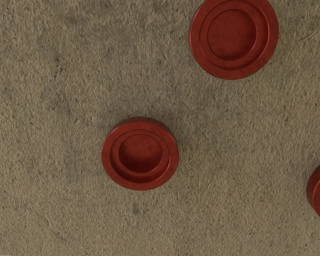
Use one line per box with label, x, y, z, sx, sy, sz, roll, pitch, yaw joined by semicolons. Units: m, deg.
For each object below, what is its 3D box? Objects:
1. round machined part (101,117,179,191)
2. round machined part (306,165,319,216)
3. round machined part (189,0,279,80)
round machined part;-0.025;0.031;0.412;0.099;0.042;0.097;0;110;0
round machined part;0.253;0.082;0.433;0.099;0.042;0.097;0;110;0
round machined part;0.082;-0.109;0.361;0.099;0.042;0.097;0;110;0
